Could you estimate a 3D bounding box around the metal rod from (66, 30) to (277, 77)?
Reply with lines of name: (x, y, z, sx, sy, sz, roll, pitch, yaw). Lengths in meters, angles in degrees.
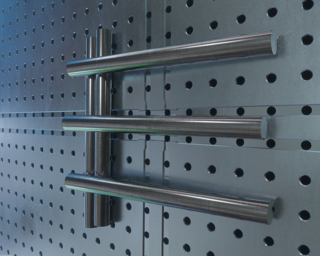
metal rod: (-0.010, -0.089, 0.396, 0.300, 0.025, 0.025, 1, 91, 33)

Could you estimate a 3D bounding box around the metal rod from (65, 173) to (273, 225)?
metal rod: (-0.013, 0.084, 0.399, 0.300, 0.025, 0.025, 1, 91, 33)

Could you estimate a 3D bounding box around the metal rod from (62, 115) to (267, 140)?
metal rod: (-0.018, -0.004, 0.402, 0.300, 0.025, 0.025, 2, 91, 33)

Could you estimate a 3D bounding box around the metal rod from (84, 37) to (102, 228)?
metal rod: (-0.107, 0.007, 0.494, 0.025, 0.025, 0.298, 1, 91, 39)

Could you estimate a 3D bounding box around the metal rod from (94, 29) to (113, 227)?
metal rod: (-0.088, 0.000, 0.478, 0.025, 0.025, 0.298, 1, 91, 39)
